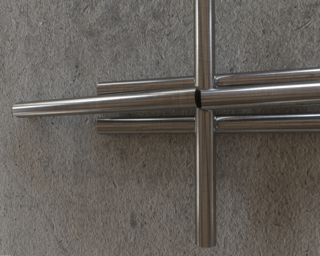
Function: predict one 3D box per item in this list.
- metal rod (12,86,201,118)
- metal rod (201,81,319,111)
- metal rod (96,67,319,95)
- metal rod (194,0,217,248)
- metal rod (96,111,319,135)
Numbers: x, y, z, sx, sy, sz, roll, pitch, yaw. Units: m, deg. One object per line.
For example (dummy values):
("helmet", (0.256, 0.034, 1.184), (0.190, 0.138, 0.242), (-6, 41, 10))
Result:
("metal rod", (-0.089, -0.031, 0.413), (0.300, 0.025, 0.025), (-1, 90, 29))
("metal rod", (0.194, -0.038, 0.316), (0.301, 0.025, 0.025), (-3, 89, 9))
("metal rod", (0.059, -0.054, 0.388), (0.301, 0.025, 0.025), (-1, 90, 19))
("metal rod", (0.053, -0.013, 0.364), (0.025, 0.025, 0.298), (0, 90, 19))
("metal rod", (0.059, -0.005, 0.388), (0.301, 0.025, 0.025), (-1, 90, 19))
